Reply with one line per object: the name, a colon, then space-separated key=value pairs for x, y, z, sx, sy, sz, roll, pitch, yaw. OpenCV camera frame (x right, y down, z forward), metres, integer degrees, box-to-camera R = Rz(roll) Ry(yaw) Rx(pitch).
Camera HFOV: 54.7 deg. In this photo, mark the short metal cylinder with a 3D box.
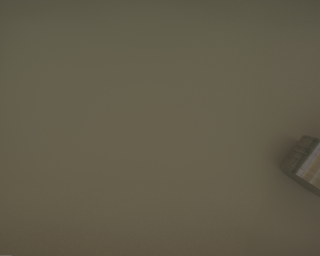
short metal cylinder: x=0.199 y=0.052 z=0.385 sx=0.080 sy=0.080 sz=0.050 roll=36 pitch=90 yaw=0
